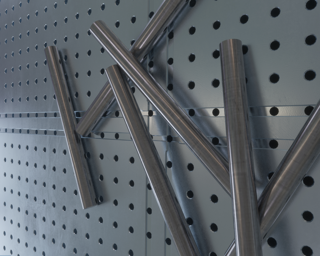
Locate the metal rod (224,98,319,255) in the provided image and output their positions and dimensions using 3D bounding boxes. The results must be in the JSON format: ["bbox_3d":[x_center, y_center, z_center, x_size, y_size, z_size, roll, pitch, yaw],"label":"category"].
[{"bbox_3d":[0.140,0.016,0.294,0.025,0.025,0.298,37,113,34],"label":"metal rod"}]

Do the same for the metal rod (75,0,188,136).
[{"bbox_3d":[-0.042,-0.093,0.445,0.299,0.025,0.025,-48,62,29],"label":"metal rod"}]

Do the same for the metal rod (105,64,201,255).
[{"bbox_3d":[-0.007,0.053,0.400,0.025,0.025,0.299,-32,75,35],"label":"metal rod"}]

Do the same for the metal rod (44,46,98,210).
[{"bbox_3d":[-0.158,-0.009,0.541,0.025,0.025,0.299,-29,72,36],"label":"metal rod"}]

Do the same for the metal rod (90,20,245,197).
[{"bbox_3d":[0.001,-0.035,0.388,0.300,0.025,0.025,50,120,21],"label":"metal rod"}]

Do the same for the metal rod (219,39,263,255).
[{"bbox_3d":[0.084,0.053,0.314,0.025,0.025,0.299,-12,74,39],"label":"metal rod"}]
